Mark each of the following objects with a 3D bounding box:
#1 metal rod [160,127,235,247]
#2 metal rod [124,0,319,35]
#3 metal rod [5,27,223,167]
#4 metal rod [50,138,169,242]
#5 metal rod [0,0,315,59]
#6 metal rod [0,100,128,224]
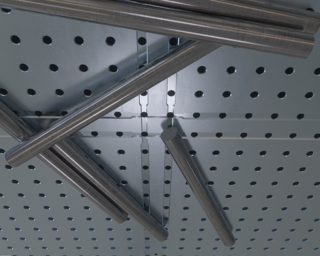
[{"bbox_3d":[0.072,0.112,0.506,0.025,0.025,0.299,-19,128,15],"label":"metal rod"},{"bbox_3d":[0.011,-0.129,0.301,0.302,0.025,0.025,8,130,-8],"label":"metal rod"},{"bbox_3d":[-0.066,-0.029,0.367,0.300,0.025,0.025,-29,125,15],"label":"metal rod"},{"bbox_3d":[-0.071,0.104,0.499,0.025,0.025,0.300,-24,126,19],"label":"metal rod"},{"bbox_3d":[-0.003,-0.105,0.303,0.302,0.025,0.025,9,130,-1],"label":"metal rod"},{"bbox_3d":[-0.143,0.058,0.459,0.025,0.025,0.300,-25,126,19],"label":"metal rod"}]
